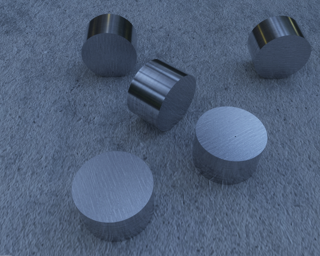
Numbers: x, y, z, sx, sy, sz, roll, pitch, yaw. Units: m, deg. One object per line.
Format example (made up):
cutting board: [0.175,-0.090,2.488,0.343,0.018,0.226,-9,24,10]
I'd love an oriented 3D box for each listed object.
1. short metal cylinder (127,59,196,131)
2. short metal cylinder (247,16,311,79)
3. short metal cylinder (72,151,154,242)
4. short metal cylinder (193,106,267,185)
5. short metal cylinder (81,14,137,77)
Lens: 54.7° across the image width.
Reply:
short metal cylinder: [0.003,-0.043,0.403,0.050,0.080,0.080,32,57,24]
short metal cylinder: [0.179,-0.121,0.470,0.081,0.080,0.050,-1,50,-1]
short metal cylinder: [-0.047,0.071,0.327,0.080,0.050,0.080,0,50,0]
short metal cylinder: [0.081,0.020,0.370,0.080,0.050,0.080,0,50,0]
short metal cylinder: [-0.075,-0.124,0.471,0.081,0.080,0.050,-2,50,-2]
